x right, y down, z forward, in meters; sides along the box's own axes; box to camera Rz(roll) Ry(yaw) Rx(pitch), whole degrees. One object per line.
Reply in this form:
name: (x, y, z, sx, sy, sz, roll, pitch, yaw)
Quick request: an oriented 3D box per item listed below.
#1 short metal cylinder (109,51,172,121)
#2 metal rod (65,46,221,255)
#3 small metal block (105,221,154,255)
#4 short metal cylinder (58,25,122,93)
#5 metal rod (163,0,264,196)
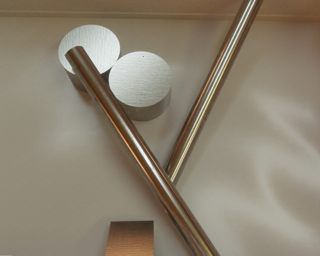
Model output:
short metal cylinder: (-0.025, -0.055, 0.416, 0.081, 0.050, 0.080, 0, 70, -1)
metal rod: (-0.024, 0.029, 0.363, 0.025, 0.025, 0.299, -32, 82, -11)
small metal block: (-0.032, 0.132, 0.347, 0.050, 0.025, 0.050, -1, 29, -1)
short metal cylinder: (-0.093, -0.094, 0.430, 0.081, 0.050, 0.080, 0, 70, 0)
metal rod: (0.067, -0.052, 0.403, 0.025, 0.025, 0.299, 25, 82, 8)
